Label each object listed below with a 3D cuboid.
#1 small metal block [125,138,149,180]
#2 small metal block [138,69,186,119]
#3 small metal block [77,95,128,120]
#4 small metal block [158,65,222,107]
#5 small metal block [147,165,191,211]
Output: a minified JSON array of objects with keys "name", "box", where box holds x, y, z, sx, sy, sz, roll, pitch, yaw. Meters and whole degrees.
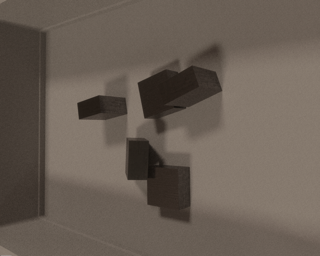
[{"name":"small metal block","box":[-0.031,0.040,0.413,0.050,0.025,0.050,-167,79,-80]},{"name":"small metal block","box":[0.002,-0.043,0.404,0.050,0.025,0.050,-18,79,38]},{"name":"small metal block","box":[-0.085,-0.029,0.458,0.050,0.050,0.025,-12,83,39]},{"name":"small metal block","box":[0.035,-0.046,0.360,0.050,0.050,0.025,-25,74,37]},{"name":"small metal block","box":[0.011,0.074,0.396,0.050,0.025,0.050,-1,89,39]}]
